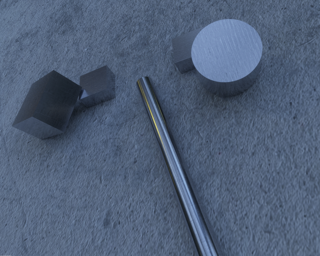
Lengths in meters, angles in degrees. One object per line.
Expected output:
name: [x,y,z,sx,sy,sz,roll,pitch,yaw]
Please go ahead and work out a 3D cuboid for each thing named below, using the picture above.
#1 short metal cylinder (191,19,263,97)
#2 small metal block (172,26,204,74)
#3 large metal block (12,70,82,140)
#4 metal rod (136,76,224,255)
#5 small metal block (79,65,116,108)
short metal cylinder: [0.082,-0.084,0.381,0.080,0.050,0.080,-3,76,13]
small metal block: [0.047,-0.112,0.447,0.050,0.025,0.050,-17,55,18]
large metal block: [-0.176,-0.033,0.482,0.080,0.050,0.080,-13,54,45]
metal rod: [0.019,0.046,0.364,0.025,0.025,0.299,-28,52,10]
small metal block: [-0.100,-0.066,0.495,0.050,0.025,0.050,-19,54,16]
